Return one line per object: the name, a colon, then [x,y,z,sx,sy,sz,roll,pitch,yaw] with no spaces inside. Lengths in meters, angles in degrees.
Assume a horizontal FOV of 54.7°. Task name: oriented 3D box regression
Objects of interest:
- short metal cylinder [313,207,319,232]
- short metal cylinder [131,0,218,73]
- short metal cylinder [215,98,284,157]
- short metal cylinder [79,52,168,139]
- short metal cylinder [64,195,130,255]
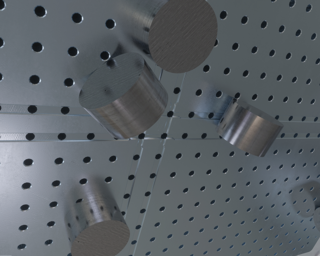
short metal cylinder: [0.420,0.222,0.742,0.050,0.080,0.079,-12,124,-22]
short metal cylinder: [0.015,-0.106,0.337,0.081,0.050,0.079,-14,124,-21]
short metal cylinder: [0.127,-0.002,0.444,0.081,0.080,0.050,15,111,-34]
short metal cylinder: [-0.039,-0.035,0.333,0.080,0.080,0.050,-39,129,-2]
short metal cylinder: [-0.089,0.142,0.434,0.081,0.050,0.079,-14,124,-21]
